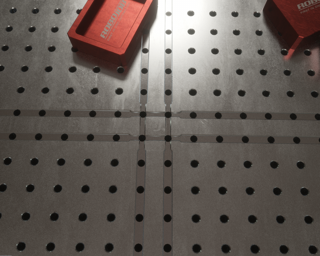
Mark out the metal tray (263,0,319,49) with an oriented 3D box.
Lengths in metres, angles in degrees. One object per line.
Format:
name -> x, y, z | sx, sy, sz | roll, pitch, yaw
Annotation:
metal tray -> 0.241, -0.186, 0.480 | 0.131, 0.030, 0.090 | -24, 72, -9

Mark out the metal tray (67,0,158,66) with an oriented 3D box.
metal tray -> -0.068, -0.166, 0.468 | 0.090, 0.030, 0.130 | 21, 71, 7
